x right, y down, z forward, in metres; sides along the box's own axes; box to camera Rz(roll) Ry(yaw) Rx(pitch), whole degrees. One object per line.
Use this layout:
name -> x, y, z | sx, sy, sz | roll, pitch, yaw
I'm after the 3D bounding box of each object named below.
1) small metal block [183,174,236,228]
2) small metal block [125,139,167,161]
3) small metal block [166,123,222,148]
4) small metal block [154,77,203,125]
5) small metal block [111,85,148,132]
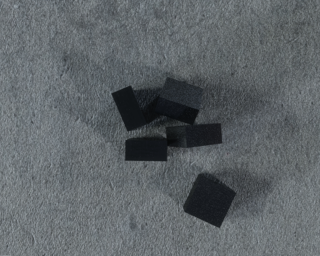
small metal block -> 0.065, 0.096, 0.410 | 0.050, 0.025, 0.050 | 25, 90, 0
small metal block -> -0.016, 0.027, 0.397 | 0.050, 0.050, 0.025 | 1, 90, 0
small metal block -> 0.042, 0.009, 0.389 | 0.050, 0.050, 0.025 | -5, 92, -25
small metal block -> 0.025, -0.035, 0.395 | 0.050, 0.050, 0.025 | 18, 129, 0
small metal block -> -0.037, -0.024, 0.397 | 0.025, 0.050, 0.050 | -23, 90, 0
